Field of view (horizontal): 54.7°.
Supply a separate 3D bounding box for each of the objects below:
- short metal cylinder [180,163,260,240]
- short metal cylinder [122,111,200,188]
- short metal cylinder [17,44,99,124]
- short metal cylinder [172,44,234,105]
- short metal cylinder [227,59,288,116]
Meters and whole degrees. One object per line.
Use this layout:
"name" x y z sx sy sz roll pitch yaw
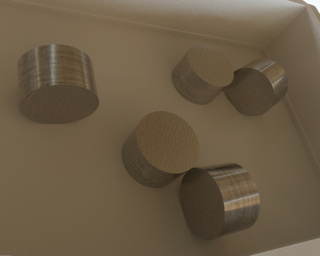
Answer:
"short metal cylinder" 0.067 0.083 0.358 0.050 0.080 0.080 -3 64 -30
"short metal cylinder" 0.000 0.026 0.375 0.081 0.050 0.080 14 56 -21
"short metal cylinder" -0.111 -0.045 0.339 0.081 0.080 0.050 0 62 -29
"short metal cylinder" 0.065 -0.082 0.477 0.081 0.050 0.080 14 56 -21
"short metal cylinder" 0.156 -0.065 0.497 0.050 0.080 0.080 -32 80 -38
